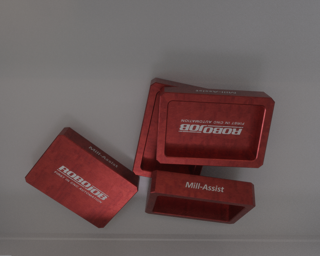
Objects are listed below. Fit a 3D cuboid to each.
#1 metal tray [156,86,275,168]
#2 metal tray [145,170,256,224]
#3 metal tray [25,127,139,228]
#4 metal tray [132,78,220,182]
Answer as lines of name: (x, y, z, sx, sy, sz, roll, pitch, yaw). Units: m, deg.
metal tray: (0.063, 0.000, 0.376, 0.131, 0.030, 0.089, 3, 110, -2)
metal tray: (0.049, 0.096, 0.418, 0.131, 0.030, 0.090, 8, 148, -3)
metal tray: (-0.106, 0.072, 0.434, 0.130, 0.030, 0.090, 38, 106, -13)
metal tray: (0.020, 0.007, 0.411, 0.091, 0.030, 0.129, 11, 110, -5)
